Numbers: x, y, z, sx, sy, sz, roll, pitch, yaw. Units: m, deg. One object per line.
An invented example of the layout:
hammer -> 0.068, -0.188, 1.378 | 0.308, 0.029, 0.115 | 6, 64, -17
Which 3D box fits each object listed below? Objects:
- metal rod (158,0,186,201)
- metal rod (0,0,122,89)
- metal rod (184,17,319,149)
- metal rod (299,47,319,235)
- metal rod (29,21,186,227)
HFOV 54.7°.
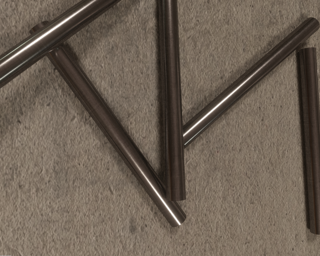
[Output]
metal rod -> 0.015, -0.058, 0.403 | 0.025, 0.025, 0.298 | -1, 86, -20
metal rod -> -0.105, -0.114, 0.346 | 0.301, 0.025, 0.025 | -46, 105, -24
metal rod -> 0.136, -0.075, 0.460 | 0.301, 0.025, 0.025 | -40, 103, -16
metal rod -> 0.248, 0.022, 0.503 | 0.025, 0.025, 0.298 | -5, 92, -20
metal rod -> -0.057, 0.004, 0.388 | 0.025, 0.025, 0.299 | -38, 103, -16
